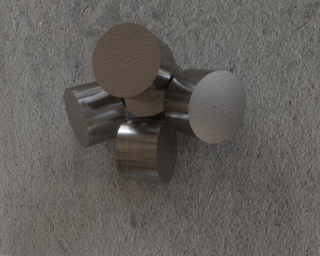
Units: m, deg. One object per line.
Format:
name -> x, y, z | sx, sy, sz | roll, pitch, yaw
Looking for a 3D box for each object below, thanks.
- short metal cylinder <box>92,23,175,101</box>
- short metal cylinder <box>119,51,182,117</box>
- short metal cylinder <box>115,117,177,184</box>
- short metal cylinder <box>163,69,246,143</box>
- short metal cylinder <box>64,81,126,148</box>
short metal cylinder -> -0.028, -0.072, 0.352 | 0.080, 0.050, 0.079 | 0, 90, 19
short metal cylinder -> -0.009, -0.054, 0.399 | 0.080, 0.050, 0.079 | 0, 90, 19
short metal cylinder -> -0.014, 0.026, 0.384 | 0.050, 0.080, 0.079 | 2, 91, 20
short metal cylinder -> 0.051, -0.027, 0.356 | 0.050, 0.081, 0.079 | 22, 99, 57
short metal cylinder -> -0.086, -0.019, 0.405 | 0.080, 0.050, 0.079 | 39, 139, 45
